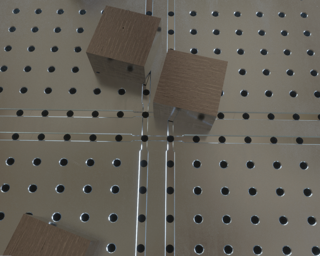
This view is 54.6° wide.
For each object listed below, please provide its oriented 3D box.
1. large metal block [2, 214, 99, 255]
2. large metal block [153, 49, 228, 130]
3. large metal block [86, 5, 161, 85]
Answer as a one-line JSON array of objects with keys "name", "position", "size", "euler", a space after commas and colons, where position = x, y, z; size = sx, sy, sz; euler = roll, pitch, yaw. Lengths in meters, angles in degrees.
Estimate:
[{"name": "large metal block", "position": [-0.125, 0.150, 0.343], "size": [0.080, 0.050, 0.080], "euler": [19, 71, 7]}, {"name": "large metal block", "position": [0.040, -0.051, 0.417], "size": [0.080, 0.050, 0.080], "euler": [13, 71, 5]}, {"name": "large metal block", "position": [-0.048, -0.117, 0.441], "size": [0.080, 0.050, 0.080], "euler": [15, 71, 5]}]
